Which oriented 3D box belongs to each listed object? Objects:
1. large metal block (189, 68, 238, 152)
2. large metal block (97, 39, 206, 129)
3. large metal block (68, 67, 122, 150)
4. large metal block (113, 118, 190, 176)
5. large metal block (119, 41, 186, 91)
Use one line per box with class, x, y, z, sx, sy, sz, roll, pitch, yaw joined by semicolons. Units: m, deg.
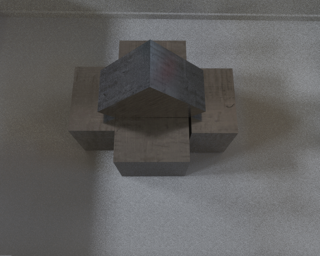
large metal block;0.059;-0.019;0.384;0.050;0.080;0.080;0;70;0
large metal block;-0.009;-0.040;0.334;0.080;0.080;0.050;19;63;-42
large metal block;-0.074;-0.021;0.387;0.050;0.080;0.080;0;70;0
large metal block;-0.009;0.025;0.370;0.081;0.080;0.050;0;70;0
large metal block;-0.009;-0.069;0.404;0.081;0.080;0.050;0;70;0
